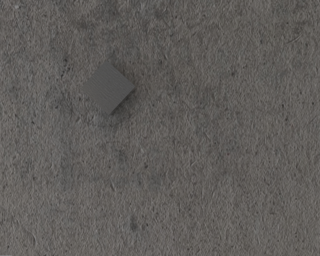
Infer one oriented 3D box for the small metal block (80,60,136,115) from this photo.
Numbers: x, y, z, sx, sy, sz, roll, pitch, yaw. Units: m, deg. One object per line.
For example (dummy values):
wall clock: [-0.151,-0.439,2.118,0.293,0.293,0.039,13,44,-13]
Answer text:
small metal block: [-0.067,-0.052,0.410,0.050,0.025,0.050,43,90,0]
